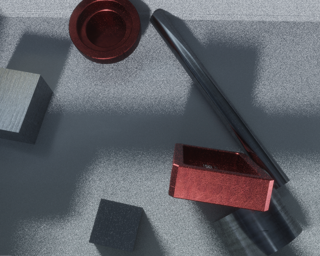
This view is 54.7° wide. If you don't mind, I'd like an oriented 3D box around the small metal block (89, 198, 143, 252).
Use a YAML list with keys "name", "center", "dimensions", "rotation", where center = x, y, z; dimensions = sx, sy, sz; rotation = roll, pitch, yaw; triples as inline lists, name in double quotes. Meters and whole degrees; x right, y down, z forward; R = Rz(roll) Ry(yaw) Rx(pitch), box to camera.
- name: "small metal block"
  center: [-0.050, 0.115, 0.367]
  dimensions: [0.050, 0.025, 0.050]
  rotation: [12, 70, 4]

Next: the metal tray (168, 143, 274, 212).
- name: "metal tray"
  center: [0.058, 0.047, 0.337]
  dimensions: [0.091, 0.130, 0.030]
  rotation: [9, 96, 3]

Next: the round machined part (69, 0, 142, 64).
- name: "round machined part"
  center: [-0.075, -0.137, 0.444]
  dimensions: [0.099, 0.042, 0.097]
  rotation: [0, 81, 1]

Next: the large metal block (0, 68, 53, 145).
- name: "large metal block"
  center: [-0.199, -0.030, 0.405]
  dimensions: [0.080, 0.050, 0.080]
  rotation: [10, 70, 3]

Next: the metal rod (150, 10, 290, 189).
- name: "metal rod"
  center: [0.073, -0.049, 0.428]
  dimensions: [0.025, 0.025, 0.299]
  rotation: [-30, 73, -11]

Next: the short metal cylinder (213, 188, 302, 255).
- name: "short metal cylinder"
  center: [0.106, 0.108, 0.342]
  dimensions: [0.080, 0.080, 0.050]
  rotation: [-27, 73, -10]
